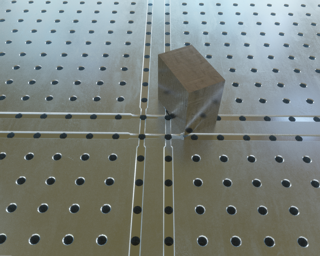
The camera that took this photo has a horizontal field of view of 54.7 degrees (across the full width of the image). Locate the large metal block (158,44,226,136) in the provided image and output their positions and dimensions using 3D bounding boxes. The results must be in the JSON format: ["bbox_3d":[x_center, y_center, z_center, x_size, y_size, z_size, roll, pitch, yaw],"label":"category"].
[{"bbox_3d":[0.038,-0.051,0.415,0.050,0.080,0.080,-21,53,-17],"label":"large metal block"}]
